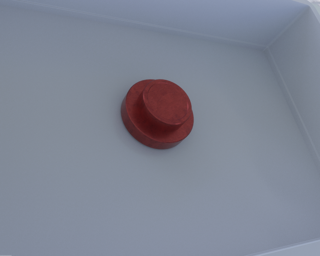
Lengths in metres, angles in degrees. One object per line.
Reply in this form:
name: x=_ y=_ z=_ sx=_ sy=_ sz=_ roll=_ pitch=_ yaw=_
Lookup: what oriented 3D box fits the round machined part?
round machined part: x=0.002 y=-0.025 z=0.407 sx=0.099 sy=0.042 sz=0.098 roll=13 pitch=56 yaw=-21
